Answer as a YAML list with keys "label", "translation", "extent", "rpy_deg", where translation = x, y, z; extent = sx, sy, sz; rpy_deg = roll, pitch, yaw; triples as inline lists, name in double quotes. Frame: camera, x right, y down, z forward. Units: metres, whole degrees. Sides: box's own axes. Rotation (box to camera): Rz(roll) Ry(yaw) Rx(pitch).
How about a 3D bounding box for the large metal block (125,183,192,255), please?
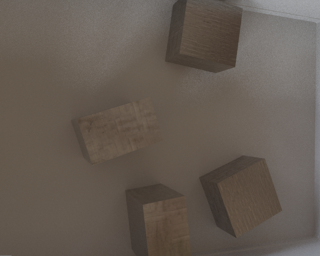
- label: "large metal block"
  translation: [-0.004, 0.119, 0.380]
  extent: [0.050, 0.080, 0.080]
  rpy_deg: [-7, 93, -20]

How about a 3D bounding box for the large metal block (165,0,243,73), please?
- label: "large metal block"
  translation: [0.058, -0.125, 0.418]
  extent: [0.081, 0.050, 0.080]
  rpy_deg: [9, 87, -20]

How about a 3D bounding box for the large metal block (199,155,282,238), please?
- label: "large metal block"
  translation: [0.114, 0.093, 0.439]
  extent: [0.081, 0.050, 0.080]
  rpy_deg: [-23, 98, -19]

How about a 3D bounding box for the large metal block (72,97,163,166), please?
- label: "large metal block"
  translation: [-0.053, 0.002, 0.362]
  extent: [0.081, 0.080, 0.050]
  rpy_deg: [-19, 97, -19]
